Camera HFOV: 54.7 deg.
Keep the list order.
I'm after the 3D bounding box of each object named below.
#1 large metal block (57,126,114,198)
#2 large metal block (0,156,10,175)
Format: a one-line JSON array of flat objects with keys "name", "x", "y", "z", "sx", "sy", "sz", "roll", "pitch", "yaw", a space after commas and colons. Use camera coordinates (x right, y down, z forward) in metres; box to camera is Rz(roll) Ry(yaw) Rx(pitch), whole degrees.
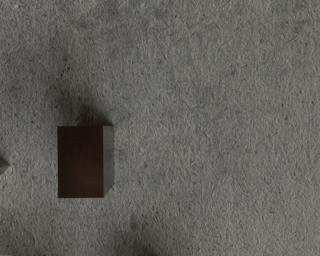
[{"name": "large metal block", "x": -0.088, "y": 0.037, "z": 0.382, "sx": 0.050, "sy": 0.080, "sz": 0.080, "roll": -1, "pitch": 90, "yaw": 0}, {"name": "large metal block", "x": -0.261, "y": 0.054, "z": 0.395, "sx": 0.080, "sy": 0.050, "sz": 0.080, "roll": 42, "pitch": 90, "yaw": 0}]
